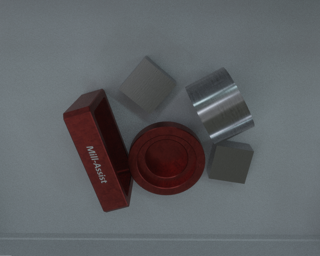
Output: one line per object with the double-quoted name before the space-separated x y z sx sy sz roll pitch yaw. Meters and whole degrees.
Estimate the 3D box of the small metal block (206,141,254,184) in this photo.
"small metal block" 0.096 0.046 0.428 0.050 0.025 0.050 9 109 -3

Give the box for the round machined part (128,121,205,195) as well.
"round machined part" 0.008 0.037 0.413 0.099 0.042 0.097 0 110 -1

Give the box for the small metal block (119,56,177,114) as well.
"small metal block" -0.015 -0.054 0.389 0.050 0.025 0.050 39 106 -12

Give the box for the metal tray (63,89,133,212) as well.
"metal tray" -0.069 0.025 0.383 0.030 0.090 0.129 -16 109 6

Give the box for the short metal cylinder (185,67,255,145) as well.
"short metal cylinder" 0.071 -0.026 0.372 0.050 0.080 0.080 -28 108 9
